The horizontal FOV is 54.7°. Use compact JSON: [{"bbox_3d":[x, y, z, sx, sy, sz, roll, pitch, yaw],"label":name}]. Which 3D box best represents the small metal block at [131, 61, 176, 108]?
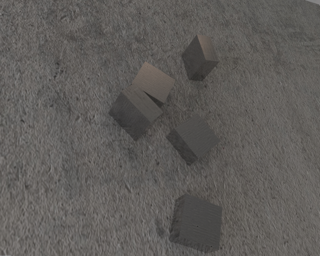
[{"bbox_3d":[-0.013,-0.057,0.432,0.050,0.025,0.050,31,52,-8],"label":"small metal block"}]

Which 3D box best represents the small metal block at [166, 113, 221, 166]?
[{"bbox_3d":[0.045,0.015,0.419,0.050,0.025,0.050,-32,79,-38],"label":"small metal block"}]

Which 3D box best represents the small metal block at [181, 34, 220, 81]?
[{"bbox_3d":[0.062,-0.110,0.488,0.025,0.050,0.050,1,62,-28],"label":"small metal block"}]

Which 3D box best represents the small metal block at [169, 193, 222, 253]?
[{"bbox_3d":[0.042,0.111,0.359,0.050,0.025,0.050,23,53,-14],"label":"small metal block"}]

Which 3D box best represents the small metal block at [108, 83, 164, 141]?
[{"bbox_3d":[-0.031,-0.019,0.382,0.050,0.050,0.025,46,51,4],"label":"small metal block"}]
